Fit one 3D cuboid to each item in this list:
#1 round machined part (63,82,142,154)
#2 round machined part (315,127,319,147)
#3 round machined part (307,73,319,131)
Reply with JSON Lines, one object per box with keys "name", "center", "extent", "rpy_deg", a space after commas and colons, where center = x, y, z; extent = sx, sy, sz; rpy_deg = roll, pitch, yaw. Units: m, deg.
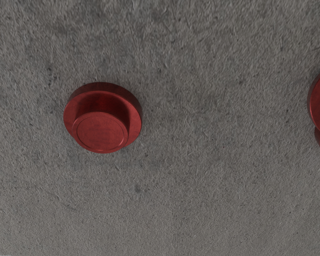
{"name": "round machined part", "center": [-0.072, -0.005, 0.391], "extent": [0.099, 0.042, 0.097], "rpy_deg": [0, 130, 0]}
{"name": "round machined part", "center": [0.262, 0.009, 0.406], "extent": [0.099, 0.042, 0.097], "rpy_deg": [0, 130, 0]}
{"name": "round machined part", "center": [0.221, -0.032, 0.352], "extent": [0.098, 0.042, 0.097], "rpy_deg": [3, 103, 15]}
